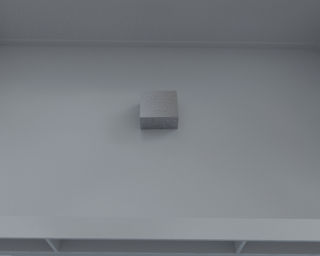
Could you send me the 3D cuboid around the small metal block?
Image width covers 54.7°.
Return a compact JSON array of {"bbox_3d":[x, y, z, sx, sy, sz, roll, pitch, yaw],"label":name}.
[{"bbox_3d":[-0.002,-0.025,0.426,0.050,0.025,0.050,-1,50,-1],"label":"small metal block"}]
